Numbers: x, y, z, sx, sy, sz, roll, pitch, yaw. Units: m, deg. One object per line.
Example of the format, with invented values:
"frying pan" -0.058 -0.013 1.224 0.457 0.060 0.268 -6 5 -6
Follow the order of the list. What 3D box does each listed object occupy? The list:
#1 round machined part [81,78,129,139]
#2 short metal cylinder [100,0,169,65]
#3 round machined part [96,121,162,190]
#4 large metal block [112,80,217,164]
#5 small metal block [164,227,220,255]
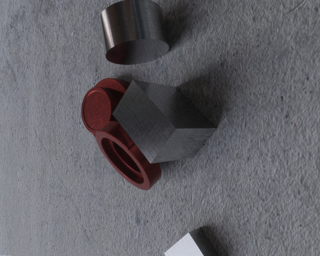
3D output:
"round machined part" -0.079 -0.025 0.456 0.098 0.042 0.097 0 90 39
"short metal cylinder" -0.033 -0.119 0.394 0.080 0.081 0.050 -16 80 38
"round machined part" -0.034 0.030 0.398 0.098 0.042 0.097 36 151 24
"large metal block" 0.006 -0.008 0.363 0.080 0.081 0.050 50 119 28
"small metal block" 0.040 0.156 0.370 0.050 0.025 0.050 -50 61 28
